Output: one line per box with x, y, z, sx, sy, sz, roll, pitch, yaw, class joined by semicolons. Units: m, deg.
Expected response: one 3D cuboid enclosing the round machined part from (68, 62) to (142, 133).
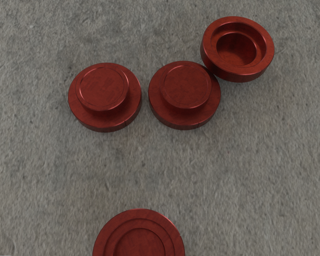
-0.074;-0.046;0.415;0.099;0.042;0.098;0;70;-1;round machined part

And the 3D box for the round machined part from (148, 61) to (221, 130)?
0.033;-0.049;0.418;0.099;0.042;0.098;0;70;-1;round machined part

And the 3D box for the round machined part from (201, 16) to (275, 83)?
0.105;-0.105;0.436;0.099;0.042;0.098;2;67;-4;round machined part

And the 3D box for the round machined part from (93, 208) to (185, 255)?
-0.022;0.142;0.347;0.099;0.042;0.098;0;70;-1;round machined part
